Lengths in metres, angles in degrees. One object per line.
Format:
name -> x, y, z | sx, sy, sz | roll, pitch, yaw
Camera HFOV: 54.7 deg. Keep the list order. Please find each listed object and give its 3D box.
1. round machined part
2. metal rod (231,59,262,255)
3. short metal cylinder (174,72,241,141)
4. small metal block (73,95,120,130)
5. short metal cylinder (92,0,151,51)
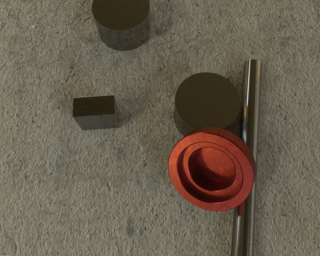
round machined part -> 0.063, 0.044, 0.365 | 0.098, 0.097, 0.042 | 34, 29, 11
metal rod -> 0.110, 0.048, 0.391 | 0.025, 0.025, 0.299 | 8, 70, 3
short metal cylinder -> 0.059, -0.025, 0.404 | 0.081, 0.050, 0.080 | 0, 70, 0
small metal block -> -0.081, -0.019, 0.401 | 0.050, 0.050, 0.025 | -5, 70, -2
short metal cylinder -> -0.054, -0.161, 0.453 | 0.081, 0.050, 0.080 | 0, 70, 0
